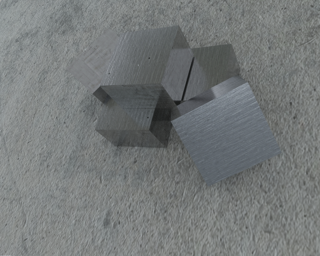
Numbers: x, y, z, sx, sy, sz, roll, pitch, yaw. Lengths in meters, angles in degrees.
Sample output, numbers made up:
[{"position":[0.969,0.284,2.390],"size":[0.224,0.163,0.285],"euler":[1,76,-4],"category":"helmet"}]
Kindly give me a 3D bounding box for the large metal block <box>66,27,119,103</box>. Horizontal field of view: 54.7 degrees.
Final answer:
[{"position":[-0.078,-0.086,0.453],"size":[0.050,0.080,0.080],"euler":[44,86,6],"category":"large metal block"}]

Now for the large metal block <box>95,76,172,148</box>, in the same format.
[{"position":[-0.029,-0.021,0.413],"size":[0.080,0.050,0.080],"euler":[0,62,28],"category":"large metal block"}]

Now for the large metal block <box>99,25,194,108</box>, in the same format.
[{"position":[-0.014,-0.070,0.371],"size":[0.080,0.050,0.080],"euler":[2,63,29],"category":"large metal block"}]

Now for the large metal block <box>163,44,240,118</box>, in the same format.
[{"position":[0.052,-0.056,0.396],"size":[0.080,0.050,0.080],"euler":[0,62,28],"category":"large metal block"}]

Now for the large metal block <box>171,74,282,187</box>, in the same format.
[{"position":[0.066,0.001,0.325],"size":[0.080,0.080,0.050],"euler":[-27,15,10],"category":"large metal block"}]
